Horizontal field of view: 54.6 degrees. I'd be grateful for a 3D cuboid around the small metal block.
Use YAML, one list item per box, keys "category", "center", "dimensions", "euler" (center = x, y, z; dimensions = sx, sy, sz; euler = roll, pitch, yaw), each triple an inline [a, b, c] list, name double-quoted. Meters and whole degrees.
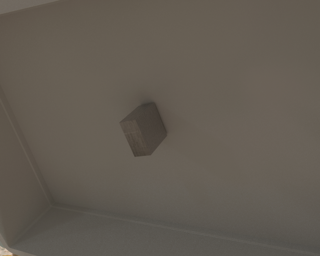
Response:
- category: "small metal block"
  center: [-0.020, 0.002, 0.400]
  dimensions: [0.025, 0.050, 0.050]
  euler: [-9, 113, 32]
